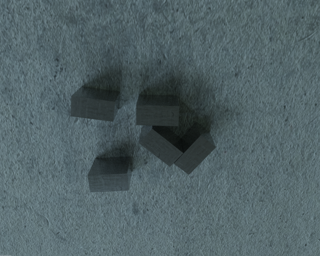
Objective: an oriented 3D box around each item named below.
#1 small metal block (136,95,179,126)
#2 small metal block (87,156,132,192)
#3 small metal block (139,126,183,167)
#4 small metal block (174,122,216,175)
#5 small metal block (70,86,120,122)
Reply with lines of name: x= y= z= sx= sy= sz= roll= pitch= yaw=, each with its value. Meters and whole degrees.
small metal block: x=-0.003 y=-0.023 z=0.388 sx=0.050 sy=0.050 sz=0.025 roll=1 pitch=110 yaw=-1
small metal block: x=-0.066 y=0.062 z=0.418 sx=0.050 sy=0.050 sz=0.025 roll=-3 pitch=110 yaw=1
small metal block: x=0.002 y=0.016 z=0.402 sx=0.050 sy=0.050 sz=0.025 roll=39 pitch=106 yaw=-13
small metal block: x=0.043 y=0.025 z=0.406 sx=0.025 sy=0.050 sz=0.050 roll=38 pitch=106 yaw=-13
small metal block: x=-0.079 y=-0.031 z=0.384 sx=0.050 sy=0.050 sz=0.025 roll=8 pitch=110 yaw=-3
